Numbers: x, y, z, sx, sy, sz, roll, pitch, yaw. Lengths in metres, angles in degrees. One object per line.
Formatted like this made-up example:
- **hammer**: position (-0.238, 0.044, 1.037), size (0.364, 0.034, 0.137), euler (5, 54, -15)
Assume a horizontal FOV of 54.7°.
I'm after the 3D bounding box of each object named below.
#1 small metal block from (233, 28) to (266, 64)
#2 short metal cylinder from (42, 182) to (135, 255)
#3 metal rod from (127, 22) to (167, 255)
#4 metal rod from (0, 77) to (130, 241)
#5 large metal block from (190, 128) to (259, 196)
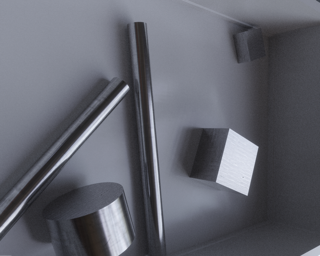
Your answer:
- **small metal block**: position (0.157, -0.144, 0.541), size (0.050, 0.025, 0.050), euler (-24, 105, -38)
- **short metal cylinder**: position (-0.070, 0.095, 0.314), size (0.081, 0.080, 0.050), euler (-22, 104, -38)
- **metal rod**: position (-0.016, 0.020, 0.394), size (0.025, 0.025, 0.298), euler (-8, 96, -40)
- **metal rod**: position (-0.126, 0.057, 0.301), size (0.025, 0.025, 0.301), euler (52, 60, -28)
- **large metal block**: position (0.101, 0.052, 0.478), size (0.080, 0.050, 0.080), euler (28, 73, -37)
